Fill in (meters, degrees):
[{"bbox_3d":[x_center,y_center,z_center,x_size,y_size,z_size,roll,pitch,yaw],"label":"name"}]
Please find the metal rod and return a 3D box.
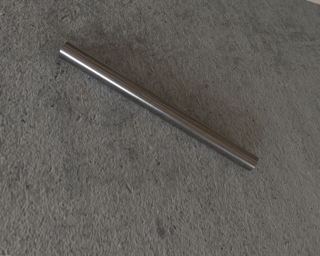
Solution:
[{"bbox_3d":[0.004,-0.025,0.420,0.301,0.025,0.025,31,52,-8],"label":"metal rod"}]
